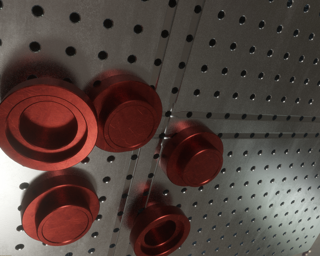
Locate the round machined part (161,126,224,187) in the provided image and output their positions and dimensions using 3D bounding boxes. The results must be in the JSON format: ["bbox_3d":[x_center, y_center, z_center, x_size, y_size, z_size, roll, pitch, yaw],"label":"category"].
[{"bbox_3d":[0.055,0.049,0.463,0.099,0.042,0.097,-14,125,-21],"label":"round machined part"}]

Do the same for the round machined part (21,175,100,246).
[{"bbox_3d":[-0.126,0.113,0.402,0.099,0.042,0.097,-14,125,-21],"label":"round machined part"}]

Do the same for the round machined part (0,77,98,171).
[{"bbox_3d":[-0.115,-0.007,0.324,0.099,0.042,0.097,-6,119,-10],"label":"round machined part"}]

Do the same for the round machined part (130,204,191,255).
[{"bbox_3d":[-0.003,0.163,0.501,0.099,0.042,0.097,-14,125,-21],"label":"round machined part"}]

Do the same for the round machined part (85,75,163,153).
[{"bbox_3d":[-0.041,-0.011,0.372,0.099,0.042,0.097,-14,125,-21],"label":"round machined part"}]
